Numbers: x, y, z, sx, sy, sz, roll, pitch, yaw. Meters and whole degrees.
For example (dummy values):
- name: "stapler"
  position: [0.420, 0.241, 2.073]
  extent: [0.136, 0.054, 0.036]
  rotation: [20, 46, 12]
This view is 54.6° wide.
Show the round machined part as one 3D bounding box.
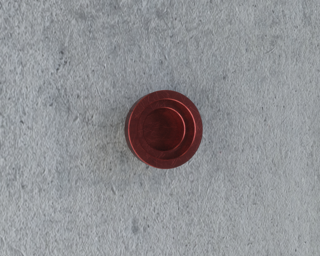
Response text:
- name: "round machined part"
  position: [0.002, 0.002, 0.400]
  extent: [0.099, 0.042, 0.097]
  rotation: [0, 90, -20]
